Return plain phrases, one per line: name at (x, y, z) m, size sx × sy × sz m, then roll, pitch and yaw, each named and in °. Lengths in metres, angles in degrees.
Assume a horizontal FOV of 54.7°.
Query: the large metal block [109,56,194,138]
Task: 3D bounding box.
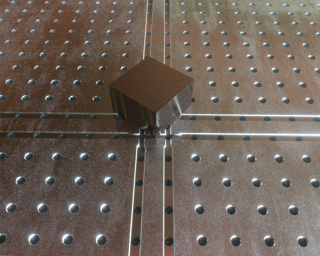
large metal block at (-0.011, -0.045, 0.429) m, size 0.080 × 0.050 × 0.080 m, roll 32°, pitch 57°, yaw 23°
